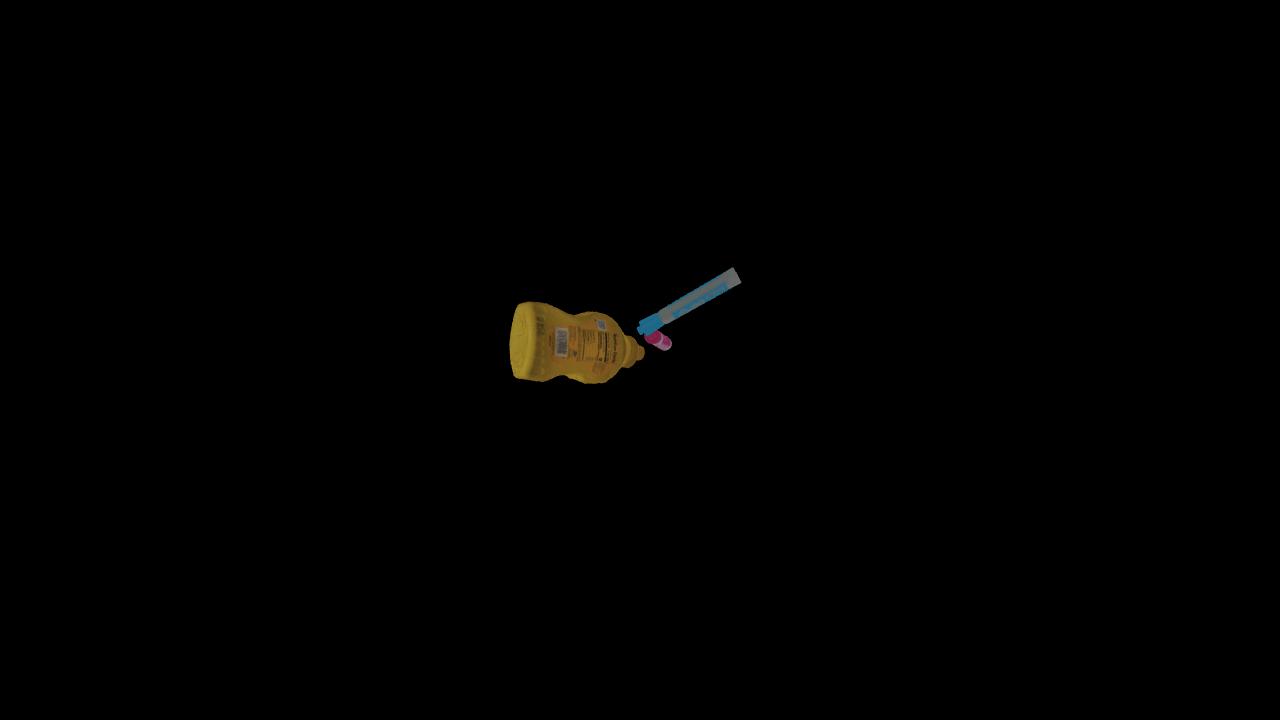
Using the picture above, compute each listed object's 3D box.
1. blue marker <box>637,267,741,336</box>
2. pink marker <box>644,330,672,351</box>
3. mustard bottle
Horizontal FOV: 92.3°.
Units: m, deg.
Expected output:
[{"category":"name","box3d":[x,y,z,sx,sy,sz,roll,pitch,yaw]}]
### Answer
[{"category":"blue marker","box3d":[0.050,-0.060,0.654,0.121,0.020,0.020,-29,-5,10]},{"category":"pink marker","box3d":[0.023,-0.025,0.762,0.020,0.020,0.121,0,-3,10]},{"category":"mustard bottle","box3d":[-0.066,-0.016,0.752,0.184,0.092,0.054,5,-11,-41]}]
